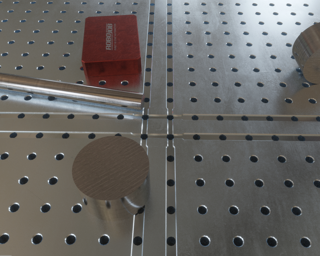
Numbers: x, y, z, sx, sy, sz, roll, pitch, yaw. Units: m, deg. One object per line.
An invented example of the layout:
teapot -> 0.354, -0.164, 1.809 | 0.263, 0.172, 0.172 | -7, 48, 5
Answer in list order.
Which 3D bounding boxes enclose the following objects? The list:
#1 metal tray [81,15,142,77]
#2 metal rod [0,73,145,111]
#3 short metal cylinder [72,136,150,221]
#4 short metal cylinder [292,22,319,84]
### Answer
metal tray -> -0.081, -0.142, 0.523 | 0.091, 0.030, 0.130 | -4, 50, -4
metal rod -> -0.172, -0.060, 0.456 | 0.301, 0.025, 0.025 | 9, 51, 7
short metal cylinder -> -0.051, 0.055, 0.344 | 0.080, 0.050, 0.080 | 0, 50, 0
short metal cylinder -> 0.250, -0.113, 0.468 | 0.081, 0.080, 0.050 | -2, 50, -2
